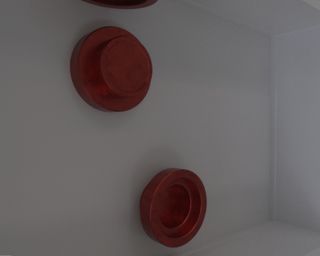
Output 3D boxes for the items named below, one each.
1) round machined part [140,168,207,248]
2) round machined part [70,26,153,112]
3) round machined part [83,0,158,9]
[{"bbox_3d":[0.013,0.101,0.407,0.099,0.042,0.097,0,90,-40],"label":"round machined part"},{"bbox_3d":[-0.048,-0.067,0.355,0.099,0.042,0.097,0,90,-40],"label":"round machined part"},{"bbox_3d":[-0.048,-0.160,0.317,0.099,0.098,0.042,2,93,-40],"label":"round machined part"}]
